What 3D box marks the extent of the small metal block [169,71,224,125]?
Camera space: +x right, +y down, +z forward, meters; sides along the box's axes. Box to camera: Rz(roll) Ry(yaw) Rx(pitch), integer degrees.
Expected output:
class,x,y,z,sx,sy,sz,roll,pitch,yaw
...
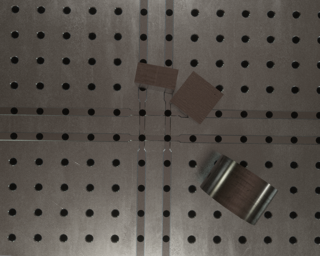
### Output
class,x,y,z,sx,sy,sz,roll,pitch,yaw
small metal block,0.048,-0.039,0.414,0.050,0.025,0.050,38,90,-1

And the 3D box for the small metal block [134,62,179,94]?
class,x,y,z,sx,sy,sz,roll,pitch,yaw
small metal block,-0.004,-0.064,0.401,0.050,0.050,0.025,10,90,-1

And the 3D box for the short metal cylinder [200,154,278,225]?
class,x,y,z,sx,sy,sz,roll,pitch,yaw
short metal cylinder,0.098,0.076,0.387,0.080,0.080,0.050,34,90,-1
